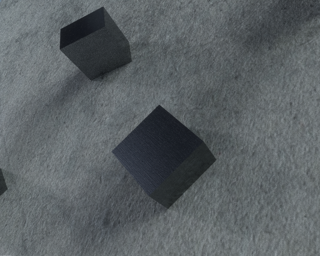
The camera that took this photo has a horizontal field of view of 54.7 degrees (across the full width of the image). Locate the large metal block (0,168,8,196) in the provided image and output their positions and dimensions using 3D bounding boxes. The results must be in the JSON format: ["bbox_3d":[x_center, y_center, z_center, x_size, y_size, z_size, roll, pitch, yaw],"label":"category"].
[{"bbox_3d":[-0.298,0.089,0.467,0.080,0.080,0.050,-42,51,-1],"label":"large metal block"}]

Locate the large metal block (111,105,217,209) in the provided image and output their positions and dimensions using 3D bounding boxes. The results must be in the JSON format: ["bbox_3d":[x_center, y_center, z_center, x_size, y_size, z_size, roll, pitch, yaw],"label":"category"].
[{"bbox_3d":[0.004,0.033,0.365,0.080,0.050,0.080,-45,51,-3],"label":"large metal block"}]

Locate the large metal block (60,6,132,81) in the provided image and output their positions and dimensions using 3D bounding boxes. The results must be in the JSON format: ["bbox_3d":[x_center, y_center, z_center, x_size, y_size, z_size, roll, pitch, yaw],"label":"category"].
[{"bbox_3d":[-0.103,-0.134,0.503,0.080,0.080,0.050,-22,54,15],"label":"large metal block"}]
